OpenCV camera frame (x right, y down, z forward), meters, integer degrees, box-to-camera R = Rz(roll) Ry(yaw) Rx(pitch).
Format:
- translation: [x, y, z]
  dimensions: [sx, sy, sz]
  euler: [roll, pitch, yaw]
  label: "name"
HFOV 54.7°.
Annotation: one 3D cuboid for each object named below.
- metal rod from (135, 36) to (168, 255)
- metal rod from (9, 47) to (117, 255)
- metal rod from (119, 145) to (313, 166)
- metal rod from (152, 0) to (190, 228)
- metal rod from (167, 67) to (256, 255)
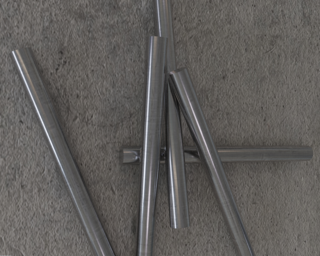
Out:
- translation: [-0.013, 0.044, 0.377]
  dimensions: [0.025, 0.025, 0.298]
  euler: [0, 100, -20]
  label: "metal rod"
- translation: [-0.106, 0.052, 0.369]
  dimensions: [0.025, 0.025, 0.299]
  euler: [-23, 98, -19]
  label: "metal rod"
- translation: [0.093, 0.037, 0.443]
  dimensions: [0.302, 0.025, 0.025]
  euler: [1, 90, -20]
  label: "metal rod"
- translation: [0.013, -0.028, 0.394]
  dimensions: [0.025, 0.025, 0.298]
  euler: [-2, 84, -20]
  label: "metal rod"
- translation: [0.076, 0.063, 0.413]
  dimensions: [0.025, 0.025, 0.299]
  euler: [-28, 108, -18]
  label: "metal rod"
